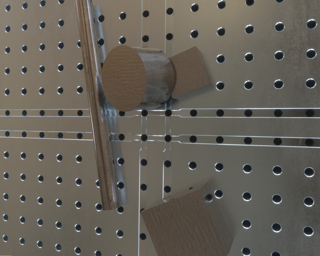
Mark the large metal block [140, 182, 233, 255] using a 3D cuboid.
[{"bbox_3d":[0.034,0.123,0.387,0.080,0.050,0.080,-26,82,18],"label":"large metal block"}]

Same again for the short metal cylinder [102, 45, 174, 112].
[{"bbox_3d":[-0.029,-0.063,0.394,0.080,0.050,0.079,9,104,40],"label":"short metal cylinder"}]

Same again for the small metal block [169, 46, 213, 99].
[{"bbox_3d":[0.034,-0.070,0.400,0.050,0.025,0.050,-21,83,18],"label":"small metal block"}]

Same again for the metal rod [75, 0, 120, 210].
[{"bbox_3d":[-0.089,-0.035,0.442,0.025,0.025,0.298,-9,87,19],"label":"metal rod"}]
